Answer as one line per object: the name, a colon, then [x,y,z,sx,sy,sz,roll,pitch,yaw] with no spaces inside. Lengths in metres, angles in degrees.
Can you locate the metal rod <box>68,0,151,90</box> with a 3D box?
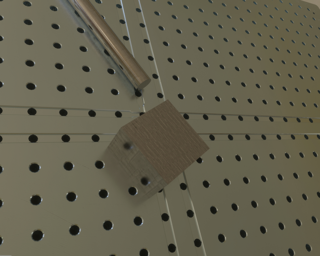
metal rod: [-0.112,-0.178,0.456,0.025,0.025,0.299,-30,79,-38]

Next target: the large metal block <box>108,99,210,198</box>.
large metal block: [-0.001,0.024,0.377,0.081,0.050,0.080,-34,81,-38]
